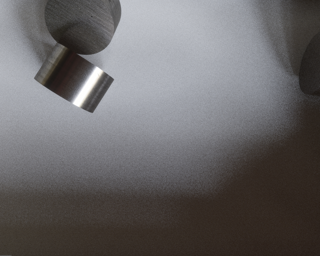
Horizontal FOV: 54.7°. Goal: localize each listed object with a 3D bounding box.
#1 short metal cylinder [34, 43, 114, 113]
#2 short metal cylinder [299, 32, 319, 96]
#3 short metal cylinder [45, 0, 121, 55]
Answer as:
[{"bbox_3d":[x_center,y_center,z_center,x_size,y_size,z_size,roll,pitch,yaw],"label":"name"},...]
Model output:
[{"bbox_3d":[-0.105,-0.061,0.383,0.080,0.080,0.050,32,90,-1],"label":"short metal cylinder"},{"bbox_3d":[0.218,-0.077,0.387,0.050,0.080,0.080,10,90,0],"label":"short metal cylinder"},{"bbox_3d":[-0.091,-0.137,0.378,0.080,0.050,0.079,3,131,3],"label":"short metal cylinder"}]
